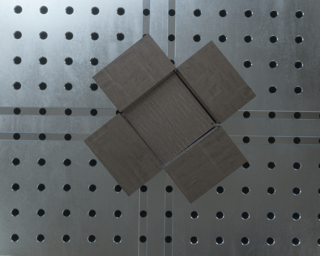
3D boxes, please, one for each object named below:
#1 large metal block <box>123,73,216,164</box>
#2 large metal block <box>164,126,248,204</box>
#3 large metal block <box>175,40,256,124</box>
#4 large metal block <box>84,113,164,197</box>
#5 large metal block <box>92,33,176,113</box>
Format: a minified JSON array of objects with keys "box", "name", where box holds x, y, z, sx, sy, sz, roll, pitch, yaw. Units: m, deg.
[{"box":[0.012,-0.011,0.400,0.080,0.050,0.080,-38,89,2],"name":"large metal block"},{"box":[0.052,0.041,0.387,0.080,0.080,0.050,-37,90,0],"name":"large metal block"},{"box":[0.063,-0.052,0.386,0.050,0.080,0.080,-39,91,0],"name":"large metal block"},{"box":[-0.040,0.029,0.385,0.050,0.080,0.080,-39,91,0],"name":"large metal block"},{"box":[-0.029,-0.062,0.386,0.080,0.080,0.050,-38,90,0],"name":"large metal block"}]
